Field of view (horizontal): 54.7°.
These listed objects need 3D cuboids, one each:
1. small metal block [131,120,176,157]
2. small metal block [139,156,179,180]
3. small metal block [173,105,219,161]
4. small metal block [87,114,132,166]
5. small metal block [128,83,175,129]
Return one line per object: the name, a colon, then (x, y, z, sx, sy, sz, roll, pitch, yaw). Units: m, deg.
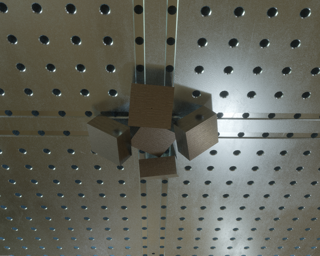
small metal block: (-0.009, 0.008, 0.417, 0.050, 0.025, 0.050, 25, 126, -20)
small metal block: (0.000, 0.058, 0.445, 0.050, 0.025, 0.050, -7, 166, 5)
small metal block: (0.048, 0.007, 0.402, 0.050, 0.025, 0.050, -30, 133, -21)
small metal block: (-0.066, 0.016, 0.409, 0.050, 0.025, 0.050, 24, 136, 25)
small metal block: (-0.011, -0.026, 0.373, 0.050, 0.025, 0.050, 5, 94, -4)
